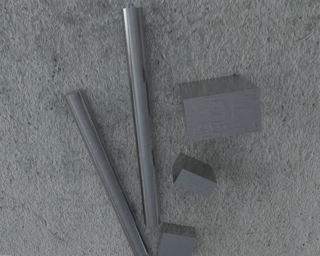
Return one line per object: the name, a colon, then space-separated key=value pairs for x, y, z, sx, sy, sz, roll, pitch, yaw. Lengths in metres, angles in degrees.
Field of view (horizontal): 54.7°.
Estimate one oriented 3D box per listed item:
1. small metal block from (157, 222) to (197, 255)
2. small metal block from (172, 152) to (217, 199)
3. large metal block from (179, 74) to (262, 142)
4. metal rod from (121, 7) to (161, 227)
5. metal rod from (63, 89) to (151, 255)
small metal block: x=0.024 y=0.177 z=0.475 sx=0.050 sy=0.025 sz=0.050 roll=11 pitch=110 yaw=-5
small metal block: x=0.045 y=0.063 z=0.420 sx=0.050 sy=0.050 sz=0.025 roll=24 pitch=108 yaw=-9
large metal block: x=0.068 y=-0.027 z=0.372 sx=0.080 sy=0.080 sz=0.050 roll=-9 pitch=110 yaw=3
metal rod: x=-0.022 y=0.001 z=0.409 sx=0.025 sy=0.025 sz=0.298 roll=-4 pitch=110 yaw=1
metal rod: x=-0.065 y=0.088 z=0.441 sx=0.025 sy=0.025 sz=0.298 roll=-17 pitch=110 yaw=6
